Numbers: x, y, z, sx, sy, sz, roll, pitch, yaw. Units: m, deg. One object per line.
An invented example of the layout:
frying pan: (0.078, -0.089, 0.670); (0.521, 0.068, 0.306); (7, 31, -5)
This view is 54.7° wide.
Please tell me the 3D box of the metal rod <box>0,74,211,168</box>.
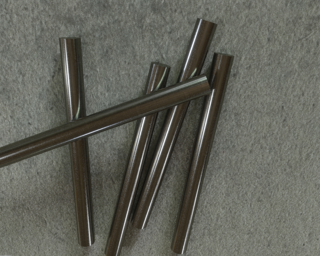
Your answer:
metal rod: (-0.085, -0.003, 0.379); (0.301, 0.025, 0.025); (-19, 109, 6)

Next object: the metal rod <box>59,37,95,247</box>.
metal rod: (-0.109, 0.032, 0.420); (0.025, 0.025, 0.298); (1, 110, -1)

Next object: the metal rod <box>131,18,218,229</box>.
metal rod: (0.012, 0.008, 0.412); (0.025, 0.025, 0.298); (16, 109, -6)

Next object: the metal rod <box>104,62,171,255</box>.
metal rod: (-0.036, 0.057, 0.430); (0.025, 0.025, 0.298); (14, 109, -6)

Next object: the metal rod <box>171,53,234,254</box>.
metal rod: (0.053, 0.048, 0.428); (0.025, 0.025, 0.298); (9, 110, -4)
